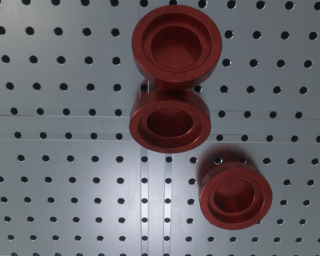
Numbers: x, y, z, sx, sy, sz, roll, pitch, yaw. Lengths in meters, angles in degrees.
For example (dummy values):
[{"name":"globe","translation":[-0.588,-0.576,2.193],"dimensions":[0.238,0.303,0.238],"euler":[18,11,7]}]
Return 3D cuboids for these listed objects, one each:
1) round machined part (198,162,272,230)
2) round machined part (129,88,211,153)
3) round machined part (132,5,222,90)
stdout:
[{"name":"round machined part","translation":[0.103,0.091,0.439],"dimensions":[0.099,0.042,0.097],"euler":[0,110,0]},{"name":"round machined part","translation":[0.013,-0.013,0.385],"dimensions":[0.099,0.042,0.098],"euler":[1,139,1]},{"name":"round machined part","translation":[0.018,-0.087,0.355],"dimensions":[0.099,0.042,0.098],"euler":[0,71,-1]}]
